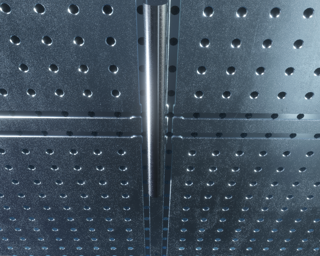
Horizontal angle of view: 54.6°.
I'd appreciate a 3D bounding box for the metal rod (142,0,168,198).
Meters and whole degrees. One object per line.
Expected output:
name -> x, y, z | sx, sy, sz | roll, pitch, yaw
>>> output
metal rod -> -0.006, -0.011, 0.402 | 0.025, 0.025, 0.298 | 0, 130, 0
